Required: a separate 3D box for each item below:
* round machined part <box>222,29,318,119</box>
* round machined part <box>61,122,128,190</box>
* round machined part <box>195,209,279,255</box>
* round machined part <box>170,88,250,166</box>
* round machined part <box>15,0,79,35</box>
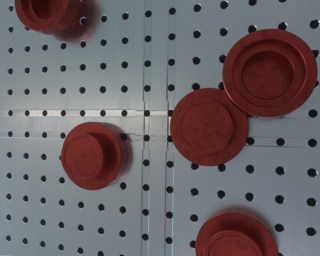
[{"bbox_3d":[0.122,-0.059,0.356,0.098,0.042,0.098,-1,85,12],"label":"round machined part"},{"bbox_3d":[-0.099,0.040,0.439,0.098,0.042,0.097,0,90,20],"label":"round machined part"},{"bbox_3d":[0.090,0.151,0.372,0.098,0.042,0.097,0,90,20],"label":"round machined part"},{"bbox_3d":[0.058,-0.001,0.383,0.098,0.042,0.097,0,90,20],"label":"round machined part"},{"bbox_3d":[-0.162,-0.188,0.462,0.098,0.042,0.097,0,90,20],"label":"round machined part"}]
